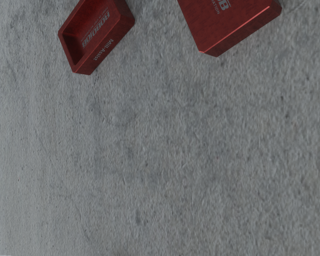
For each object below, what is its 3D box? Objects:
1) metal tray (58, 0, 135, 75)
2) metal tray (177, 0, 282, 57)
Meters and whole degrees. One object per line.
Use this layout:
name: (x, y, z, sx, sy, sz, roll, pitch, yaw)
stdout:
metal tray: (-0.104, -0.156, 0.484, 0.130, 0.030, 0.090, -38, 67, 33)
metal tray: (0.065, -0.158, 0.347, 0.090, 0.030, 0.129, -31, 71, 35)
